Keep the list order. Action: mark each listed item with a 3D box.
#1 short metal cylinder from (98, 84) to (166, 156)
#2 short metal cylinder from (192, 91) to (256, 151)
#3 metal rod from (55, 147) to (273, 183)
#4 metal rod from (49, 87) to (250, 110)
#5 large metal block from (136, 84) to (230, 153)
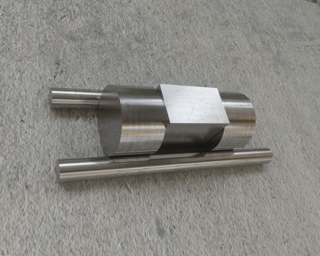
[{"bbox_3d":[-0.035,-0.009,0.356,0.050,0.080,0.080,-1,62,-29],"label":"short metal cylinder"},{"bbox_3d":[0.081,-0.010,0.419,0.050,0.080,0.080,-1,62,-29],"label":"short metal cylinder"},{"bbox_3d":[0.027,0.043,0.393,0.303,0.025,0.025,-1,62,-29],"label":"metal rod"},{"bbox_3d":[0.006,-0.036,0.431,0.303,0.025,0.025,-1,62,-29],"label":"metal rod"},{"bbox_3d":[0.024,-0.009,0.385,0.081,0.080,0.050,0,62,-28],"label":"large metal block"}]
